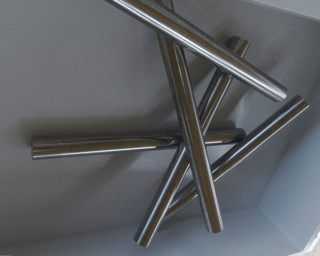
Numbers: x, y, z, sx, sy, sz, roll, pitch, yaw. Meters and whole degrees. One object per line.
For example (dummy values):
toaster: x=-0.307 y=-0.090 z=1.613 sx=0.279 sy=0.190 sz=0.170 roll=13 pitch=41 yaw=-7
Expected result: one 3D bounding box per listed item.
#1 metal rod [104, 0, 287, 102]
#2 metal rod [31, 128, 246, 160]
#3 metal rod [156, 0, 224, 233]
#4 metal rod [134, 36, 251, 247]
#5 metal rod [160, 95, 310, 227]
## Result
metal rod: x=0.052 y=-0.087 z=0.340 sx=0.302 sy=0.025 sz=0.025 roll=19 pitch=108 yaw=-37
metal rod: x=-0.008 y=0.018 z=0.414 sx=0.303 sy=0.025 sz=0.025 roll=-2 pitch=120 yaw=-27
metal rod: x=0.038 y=0.001 z=0.376 sx=0.025 sy=0.025 sz=0.298 roll=-21 pitch=110 yaw=-16
metal rod: x=0.040 y=0.022 z=0.411 sx=0.025 sy=0.025 sz=0.299 roll=22 pitch=97 yaw=-36
metal rod: x=0.094 y=0.059 z=0.471 sx=0.300 sy=0.025 sz=0.025 roll=-41 pitch=130 yaw=10
